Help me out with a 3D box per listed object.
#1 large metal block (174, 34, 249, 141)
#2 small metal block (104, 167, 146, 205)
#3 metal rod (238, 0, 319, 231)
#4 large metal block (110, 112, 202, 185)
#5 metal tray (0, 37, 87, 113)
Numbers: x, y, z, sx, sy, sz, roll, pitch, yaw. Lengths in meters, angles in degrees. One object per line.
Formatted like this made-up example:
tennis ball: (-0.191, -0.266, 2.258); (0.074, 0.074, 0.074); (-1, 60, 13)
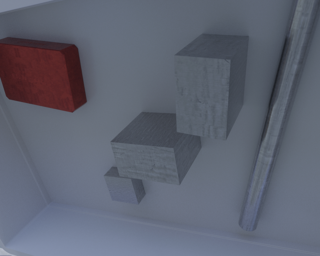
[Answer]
large metal block: (0.054, -0.045, 0.316); (0.050, 0.080, 0.079); (10, 123, 22)
small metal block: (-0.056, 0.091, 0.492); (0.050, 0.025, 0.050); (2, 119, 27)
metal rod: (0.125, 0.006, 0.346); (0.025, 0.025, 0.298); (15, 125, 19)
large metal block: (-0.001, 0.021, 0.386); (0.080, 0.080, 0.050); (4, 120, 26)
metal tray: (-0.174, -0.078, 0.447); (0.130, 0.030, 0.089); (12, 123, 21)
